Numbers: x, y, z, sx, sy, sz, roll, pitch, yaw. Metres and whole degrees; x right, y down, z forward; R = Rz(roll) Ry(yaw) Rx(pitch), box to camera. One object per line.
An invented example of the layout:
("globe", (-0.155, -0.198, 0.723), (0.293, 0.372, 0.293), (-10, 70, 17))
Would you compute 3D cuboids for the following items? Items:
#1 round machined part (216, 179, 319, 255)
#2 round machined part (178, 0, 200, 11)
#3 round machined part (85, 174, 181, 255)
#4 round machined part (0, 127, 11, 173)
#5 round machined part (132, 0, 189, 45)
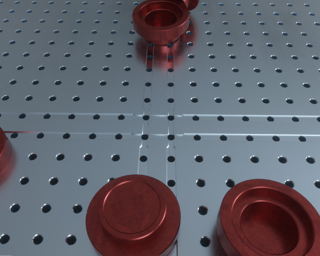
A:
("round machined part", (0.105, 0.102, 0.307), (0.099, 0.042, 0.098), (2, 44, -2))
("round machined part", (0.026, -0.250, 0.578), (0.098, 0.098, 0.042), (21, 79, 17))
("round machined part", (-0.028, 0.090, 0.321), (0.099, 0.042, 0.098), (0, 50, 0))
("round machined part", (-0.238, 0.026, 0.374), (0.099, 0.042, 0.098), (0, 50, 0))
("round machined part", (0.002, -0.185, 0.549), (0.099, 0.042, 0.098), (-1, 54, 2))
